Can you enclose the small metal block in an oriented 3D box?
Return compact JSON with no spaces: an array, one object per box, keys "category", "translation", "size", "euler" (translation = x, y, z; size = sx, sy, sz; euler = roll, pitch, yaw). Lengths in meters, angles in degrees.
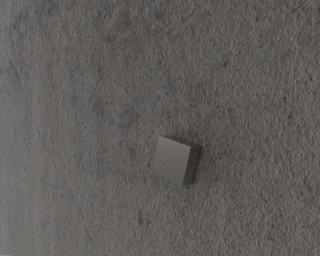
[{"category":"small metal block","translation":[0.021,0.040,0.389],"size":[0.050,0.025,0.050],"euler":[19,102,38]}]
